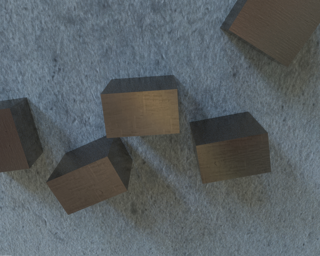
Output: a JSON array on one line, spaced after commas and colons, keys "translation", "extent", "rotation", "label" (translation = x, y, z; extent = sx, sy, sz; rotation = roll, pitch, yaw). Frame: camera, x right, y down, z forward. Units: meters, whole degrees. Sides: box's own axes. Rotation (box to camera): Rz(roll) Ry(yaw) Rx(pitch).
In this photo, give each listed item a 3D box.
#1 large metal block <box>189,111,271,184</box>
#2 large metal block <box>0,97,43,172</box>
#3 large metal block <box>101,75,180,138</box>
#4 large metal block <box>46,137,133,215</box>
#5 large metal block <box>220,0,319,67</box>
[{"translation": [0.084, 0.022, 0.390], "extent": [0.080, 0.080, 0.050], "rotation": [-10, 110, 3], "label": "large metal block"}, {"translation": [-0.209, 0.011, 0.397], "extent": [0.080, 0.050, 0.079], "rotation": [-8, 110, 2], "label": "large metal block"}, {"translation": [-0.021, -0.029, 0.370], "extent": [0.081, 0.080, 0.050], "rotation": [-4, 110, 1], "label": "large metal block"}, {"translation": [-0.086, 0.055, 0.400], "extent": [0.080, 0.080, 0.050], "rotation": [-23, 109, 8], "label": "large metal block"}, {"translation": [0.129, -0.128, 0.351], "extent": [0.080, 0.050, 0.080], "rotation": [29, 107, -11], "label": "large metal block"}]
